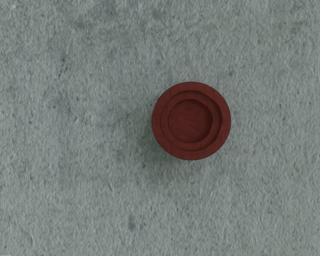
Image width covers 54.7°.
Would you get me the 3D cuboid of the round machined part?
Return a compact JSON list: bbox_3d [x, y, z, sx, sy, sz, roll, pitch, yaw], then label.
[{"bbox_3d":[0.039,-0.009,0.402,0.099,0.042,0.097,0,90,-1],"label":"round machined part"}]
